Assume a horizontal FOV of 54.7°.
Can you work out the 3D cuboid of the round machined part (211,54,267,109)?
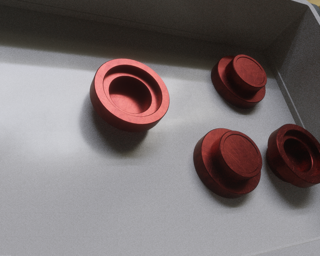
[{"bbox_3d":[0.139,-0.084,0.521,0.099,0.042,0.098,14,56,-21],"label":"round machined part"}]

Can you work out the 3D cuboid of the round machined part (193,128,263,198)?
[{"bbox_3d":[0.099,0.042,0.422,0.099,0.042,0.098,14,56,-21],"label":"round machined part"}]

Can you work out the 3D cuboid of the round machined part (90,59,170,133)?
[{"bbox_3d":[-0.041,-0.037,0.395,0.099,0.042,0.098,14,56,-21],"label":"round machined part"}]

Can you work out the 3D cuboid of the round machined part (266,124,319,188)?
[{"bbox_3d":[0.205,0.046,0.477,0.099,0.042,0.098,14,56,-21],"label":"round machined part"}]
